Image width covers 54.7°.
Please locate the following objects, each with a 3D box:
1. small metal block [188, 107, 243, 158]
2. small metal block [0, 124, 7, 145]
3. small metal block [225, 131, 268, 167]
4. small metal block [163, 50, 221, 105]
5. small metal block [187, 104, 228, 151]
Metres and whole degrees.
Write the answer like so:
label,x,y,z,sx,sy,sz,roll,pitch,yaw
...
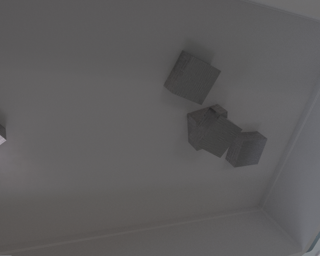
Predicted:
label,x,y,z,sx,sy,sz,roll,pitch,yaw
small metal block,0.075,0.007,0.422,0.050,0.025,0.050,27,103,-37
small metal block,-0.192,0.006,0.307,0.050,0.025,0.050,-37,129,-4
small metal block,0.141,0.034,0.507,0.050,0.025,0.050,-3,120,-27
small metal block,0.041,-0.063,0.392,0.050,0.025,0.050,17,109,-35
small metal block,0.068,-0.001,0.445,0.050,0.025,0.050,-18,126,-18
